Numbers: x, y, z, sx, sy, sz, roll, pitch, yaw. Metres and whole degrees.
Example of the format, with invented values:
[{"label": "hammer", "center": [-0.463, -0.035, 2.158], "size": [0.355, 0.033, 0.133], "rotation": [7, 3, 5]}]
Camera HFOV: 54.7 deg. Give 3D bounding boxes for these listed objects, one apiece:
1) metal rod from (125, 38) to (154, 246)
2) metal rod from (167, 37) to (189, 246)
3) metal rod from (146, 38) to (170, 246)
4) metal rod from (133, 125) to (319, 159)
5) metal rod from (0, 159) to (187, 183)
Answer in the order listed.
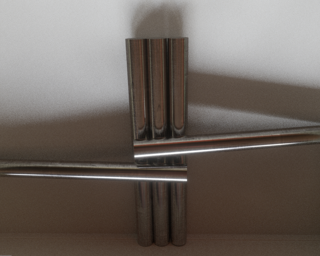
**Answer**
[{"label": "metal rod", "center": [-0.025, 0.033, 0.422], "size": [0.025, 0.025, 0.298], "rotation": [-1, 110, 0]}, {"label": "metal rod", "center": [0.025, 0.032, 0.422], "size": [0.025, 0.025, 0.298], "rotation": [-1, 110, 0]}, {"label": "metal rod", "center": [-0.001, 0.032, 0.422], "size": [0.025, 0.025, 0.298], "rotation": [-1, 110, 0]}, {"label": "metal rod", "center": [0.118, 0.016, 0.399], "size": [0.302, 0.025, 0.025], "rotation": [-4, 110, -6]}, {"label": "metal rod", "center": [-0.115, 0.056, 0.412], "size": [0.302, 0.025, 0.025], "rotation": [1, 110, 5]}]
